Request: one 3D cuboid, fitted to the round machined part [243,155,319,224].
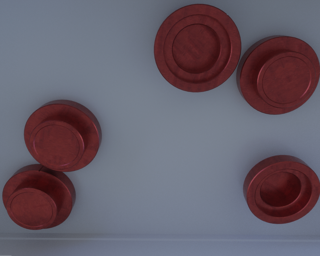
[{"bbox_3d":[0.165,0.081,0.434,0.099,0.042,0.097,0,110,0],"label":"round machined part"}]

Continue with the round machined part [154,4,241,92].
[{"bbox_3d":[0.042,-0.095,0.368,0.099,0.042,0.097,0,110,0],"label":"round machined part"}]

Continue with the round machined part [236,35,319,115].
[{"bbox_3d":[0.148,-0.062,0.380,0.099,0.042,0.097,0,110,0],"label":"round machined part"}]

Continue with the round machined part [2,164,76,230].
[{"bbox_3d":[-0.174,0.104,0.439,0.099,0.042,0.097,0,110,0],"label":"round machined part"}]

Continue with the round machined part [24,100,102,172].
[{"bbox_3d":[-0.129,0.015,0.407,0.099,0.042,0.097,0,110,0],"label":"round machined part"}]
